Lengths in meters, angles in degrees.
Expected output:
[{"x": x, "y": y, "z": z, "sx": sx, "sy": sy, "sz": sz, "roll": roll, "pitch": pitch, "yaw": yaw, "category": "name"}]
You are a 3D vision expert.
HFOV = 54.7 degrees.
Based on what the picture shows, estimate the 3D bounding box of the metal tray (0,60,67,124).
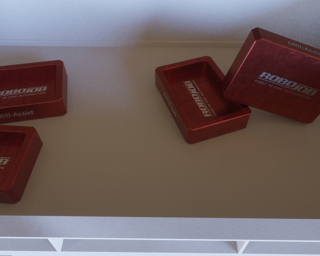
[{"x": -0.203, "y": -0.052, "z": 0.443, "sx": 0.131, "sy": 0.030, "sz": 0.090, "roll": -8, "pitch": 51, "yaw": -7, "category": "metal tray"}]

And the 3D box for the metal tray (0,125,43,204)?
[{"x": -0.220, "y": 0.038, "z": 0.367, "sx": 0.131, "sy": 0.030, "sz": 0.090, "roll": 3, "pitch": 50, "yaw": 2, "category": "metal tray"}]

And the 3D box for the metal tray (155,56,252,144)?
[{"x": 0.056, "y": -0.045, "z": 0.439, "sx": 0.091, "sy": 0.030, "sz": 0.130, "roll": -16, "pitch": 52, "yaw": -13, "category": "metal tray"}]

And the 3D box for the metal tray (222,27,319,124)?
[{"x": 0.157, "y": -0.062, "z": 0.391, "sx": 0.131, "sy": 0.089, "sz": 0.030, "roll": 16, "pitch": 42, "yaw": -9, "category": "metal tray"}]
